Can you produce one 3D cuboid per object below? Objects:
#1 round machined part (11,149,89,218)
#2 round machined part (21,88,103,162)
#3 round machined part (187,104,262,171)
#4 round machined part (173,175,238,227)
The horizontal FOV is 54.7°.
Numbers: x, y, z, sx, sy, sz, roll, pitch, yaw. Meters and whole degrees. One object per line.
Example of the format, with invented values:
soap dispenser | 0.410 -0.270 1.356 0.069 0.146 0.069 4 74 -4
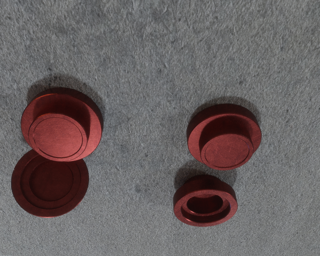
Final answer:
round machined part | -0.151 0.074 0.433 0.099 0.098 0.042 14 165 -12
round machined part | -0.122 0.003 0.385 0.099 0.042 0.097 -2 119 -4
round machined part | 0.086 0.019 0.413 0.099 0.042 0.097 0 130 0
round machined part | 0.070 0.112 0.492 0.099 0.042 0.097 0 130 0
